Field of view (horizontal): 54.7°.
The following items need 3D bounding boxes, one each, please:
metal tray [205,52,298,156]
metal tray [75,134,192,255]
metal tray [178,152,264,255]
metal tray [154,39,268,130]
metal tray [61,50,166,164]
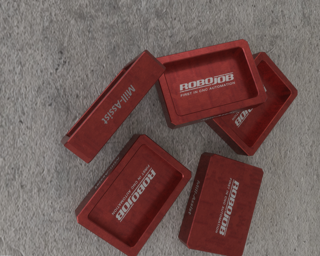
[{"bbox_3d":[0.134,-0.035,0.455,0.090,0.030,0.130,44,76,-15],"label":"metal tray"},{"bbox_3d":[-0.032,0.083,0.394,0.090,0.030,0.130,40,77,-16],"label":"metal tray"},{"bbox_3d":[0.087,0.108,0.439,0.091,0.030,0.129,19,84,-19],"label":"metal tray"},{"bbox_3d":[0.063,-0.058,0.406,0.131,0.030,0.090,-15,81,-10],"label":"metal tray"},{"bbox_3d":[-0.056,-0.024,0.353,0.030,0.090,0.130,42,77,-16],"label":"metal tray"}]
